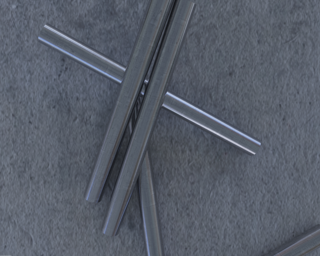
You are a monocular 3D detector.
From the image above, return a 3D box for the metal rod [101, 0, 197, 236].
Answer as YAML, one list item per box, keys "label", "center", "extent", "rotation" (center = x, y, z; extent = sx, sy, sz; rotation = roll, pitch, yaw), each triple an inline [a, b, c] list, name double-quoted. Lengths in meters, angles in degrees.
- label: "metal rod"
  center: [-0.019, -0.001, 0.373]
  extent: [0.025, 0.025, 0.298]
  rotation: [19, 104, -1]

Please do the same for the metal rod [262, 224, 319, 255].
- label: "metal rod"
  center: [0.088, 0.213, 0.411]
  extent: [0.301, 0.025, 0.025]
  rotation: [-30, 90, -1]

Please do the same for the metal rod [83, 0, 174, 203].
- label: "metal rod"
  center: [-0.037, -0.040, 0.363]
  extent: [0.025, 0.025, 0.298]
  rotation: [22, 109, -1]

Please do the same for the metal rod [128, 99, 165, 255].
- label: "metal rod"
  center: [-0.018, 0.081, 0.409]
  extent: [0.025, 0.025, 0.298]
  rotation: [-8, 90, 0]

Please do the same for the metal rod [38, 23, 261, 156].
- label: "metal rod"
  center: [-0.006, -0.043, 0.389]
  extent: [0.301, 0.025, 0.025]
  rotation: [28, 90, -9]
